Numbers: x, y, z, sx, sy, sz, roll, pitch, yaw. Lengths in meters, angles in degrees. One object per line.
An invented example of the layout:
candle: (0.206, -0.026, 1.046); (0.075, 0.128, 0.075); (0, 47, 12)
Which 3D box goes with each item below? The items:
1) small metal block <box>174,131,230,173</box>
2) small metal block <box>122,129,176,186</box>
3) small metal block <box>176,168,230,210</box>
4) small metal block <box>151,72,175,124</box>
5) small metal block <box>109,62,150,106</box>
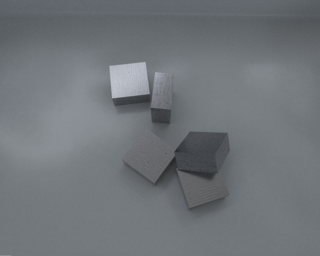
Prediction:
small metal block: (0.052, 0.028, 0.377); (0.050, 0.025, 0.050); (2, 29, 29)
small metal block: (-0.012, 0.038, 0.396); (0.050, 0.025, 0.050); (35, 74, 11)
small metal block: (0.051, 0.069, 0.385); (0.050, 0.025, 0.050); (-16, 71, -6)
small metal block: (0.004, -0.039, 0.410); (0.025, 0.050, 0.050); (6, 70, 2)
small metal block: (-0.042, -0.061, 0.432); (0.050, 0.025, 0.050); (-7, 70, -3)
